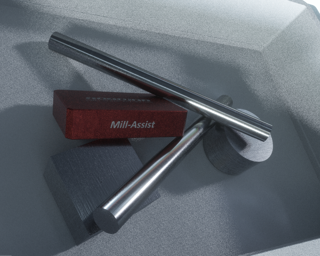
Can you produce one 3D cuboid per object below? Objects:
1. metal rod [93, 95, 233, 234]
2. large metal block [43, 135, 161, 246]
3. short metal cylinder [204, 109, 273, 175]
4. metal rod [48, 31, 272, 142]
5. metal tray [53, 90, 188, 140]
[{"bbox_3d":[0.029,0.017,0.364,0.025,0.025,0.302,47,37,4],"label":"metal rod"},{"bbox_3d":[-0.060,0.059,0.316,0.081,0.050,0.080,-21,73,-36],"label":"large metal block"},{"bbox_3d":[0.109,0.020,0.435,0.081,0.050,0.080,14,56,-21],"label":"short metal cylinder"},{"bbox_3d":[0.000,-0.054,0.400,0.301,0.025,0.025,24,52,1],"label":"metal rod"},{"bbox_3d":[-0.047,-0.017,0.351,0.131,0.030,0.090,-1,18,-27],"label":"metal tray"}]
